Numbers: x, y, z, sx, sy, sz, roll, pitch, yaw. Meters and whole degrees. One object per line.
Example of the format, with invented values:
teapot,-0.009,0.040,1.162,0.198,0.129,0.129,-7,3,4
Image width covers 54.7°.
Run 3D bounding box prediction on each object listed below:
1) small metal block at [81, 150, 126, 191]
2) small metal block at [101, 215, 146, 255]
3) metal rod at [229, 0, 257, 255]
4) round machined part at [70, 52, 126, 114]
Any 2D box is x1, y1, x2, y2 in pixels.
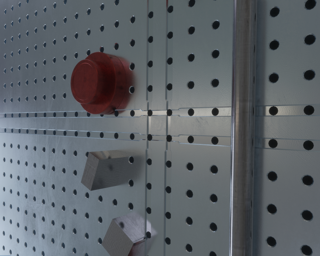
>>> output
small metal block,-0.084,0.062,0.463,0.025,0.050,0.050,29,108,36
small metal block,-0.054,0.166,0.454,0.050,0.025,0.050,37,113,33
metal rod,0.089,0.006,0.335,0.025,0.025,0.298,1,91,40
round machined part,-0.102,-0.070,0.483,0.098,0.042,0.097,0,90,40
